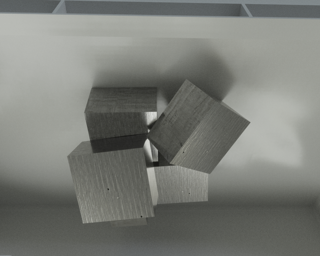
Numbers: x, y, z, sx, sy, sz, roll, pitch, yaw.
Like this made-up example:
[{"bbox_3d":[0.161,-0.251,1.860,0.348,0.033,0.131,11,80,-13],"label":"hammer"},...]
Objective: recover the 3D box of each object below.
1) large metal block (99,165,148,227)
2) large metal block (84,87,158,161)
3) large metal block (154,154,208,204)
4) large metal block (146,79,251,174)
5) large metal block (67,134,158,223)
[{"bbox_3d":[-0.047,0.082,0.440,0.050,0.080,0.080,-5,130,4],"label":"large metal block"},{"bbox_3d":[-0.043,-0.003,0.388,0.081,0.050,0.079,-1,130,0],"label":"large metal block"},{"bbox_3d":[0.025,0.062,0.441,0.080,0.050,0.080,-4,130,3],"label":"large metal block"},{"bbox_3d":[0.045,0.002,0.359,0.080,0.050,0.080,22,108,-47],"label":"large metal block"},{"bbox_3d":[-0.049,0.056,0.352,0.080,0.050,0.079,-7,105,6],"label":"large metal block"}]
